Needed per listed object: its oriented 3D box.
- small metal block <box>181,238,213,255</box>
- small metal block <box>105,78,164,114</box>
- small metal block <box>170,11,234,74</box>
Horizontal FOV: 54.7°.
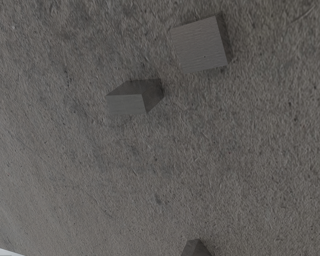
[{"bbox_3d":[0.059,0.215,0.493,0.025,0.050,0.050,-28,103,37],"label":"small metal block"},{"bbox_3d":[-0.030,-0.039,0.382,0.050,0.050,0.025,1,119,28],"label":"small metal block"},{"bbox_3d":[0.045,-0.089,0.328,0.050,0.025,0.050,-7,115,31],"label":"small metal block"}]
